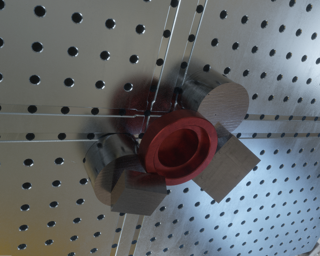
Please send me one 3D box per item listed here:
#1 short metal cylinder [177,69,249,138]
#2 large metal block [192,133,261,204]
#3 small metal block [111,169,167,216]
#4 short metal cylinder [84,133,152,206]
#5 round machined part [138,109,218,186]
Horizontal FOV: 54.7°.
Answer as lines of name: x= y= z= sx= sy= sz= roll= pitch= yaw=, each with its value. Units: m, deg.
short metal cylinder: x=0.070 y=-0.032 z=0.413 sx=0.081 sy=0.050 sz=0.079 roll=-14 pitch=124 yaw=-21
large metal block: x=0.086 y=0.050 z=0.445 sx=0.050 sy=0.080 sz=0.080 roll=43 pitch=95 yaw=-5
small metal block: x=-0.026 y=0.077 z=0.364 sx=0.050 sy=0.025 sz=0.050 roll=13 pitch=132 yaw=-21
short metal cylinder: x=-0.051 y=0.054 z=0.400 sx=0.081 sy=0.050 sz=0.079 roll=-14 pitch=124 yaw=-21
round machined part: x=0.019 y=0.020 z=0.385 sx=0.099 sy=0.042 sz=0.097 roll=-14 pitch=124 yaw=-21
